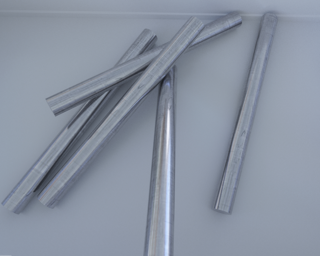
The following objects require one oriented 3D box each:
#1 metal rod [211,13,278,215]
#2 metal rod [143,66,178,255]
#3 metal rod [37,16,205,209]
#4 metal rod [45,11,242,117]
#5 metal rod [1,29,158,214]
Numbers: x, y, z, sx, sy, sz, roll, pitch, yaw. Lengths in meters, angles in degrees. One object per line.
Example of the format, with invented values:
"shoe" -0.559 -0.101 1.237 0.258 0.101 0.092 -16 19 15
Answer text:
"metal rod" 0.120 -0.033 0.422 0.025 0.025 0.299 17 71 6
"metal rod" 0.005 0.023 0.337 0.025 0.025 0.300 3 45 1
"metal rod" -0.044 -0.025 0.395 0.025 0.025 0.300 38 82 12
"metal rod" -0.009 -0.095 0.425 0.302 0.025 0.025 -29 73 -18
"metal rod" -0.097 -0.021 0.415 0.025 0.025 0.300 32 73 10
